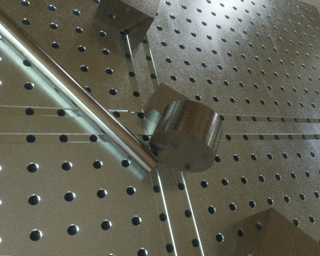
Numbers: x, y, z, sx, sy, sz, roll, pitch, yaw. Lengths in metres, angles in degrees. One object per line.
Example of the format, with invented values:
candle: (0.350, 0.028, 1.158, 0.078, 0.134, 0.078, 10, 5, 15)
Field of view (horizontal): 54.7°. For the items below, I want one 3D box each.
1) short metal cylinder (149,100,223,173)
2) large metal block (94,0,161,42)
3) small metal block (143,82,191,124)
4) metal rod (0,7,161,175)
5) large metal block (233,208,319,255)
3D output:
short metal cylinder: (0.033, 0.012, 0.386, 0.080, 0.080, 0.050, 31, 52, -9)
large metal block: (-0.047, -0.196, 0.488, 0.080, 0.050, 0.080, 23, 53, -15)
small metal block: (0.011, -0.028, 0.433, 0.050, 0.025, 0.050, 30, 52, -10)
metal rod: (-0.117, -0.056, 0.379, 0.300, 0.025, 0.025, 43, 51, 1)
large metal block: (0.140, 0.158, 0.373, 0.080, 0.050, 0.080, 38, 51, -3)
